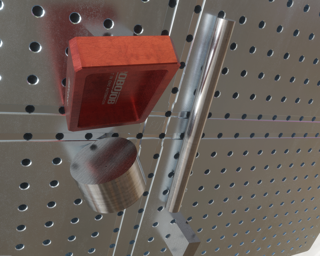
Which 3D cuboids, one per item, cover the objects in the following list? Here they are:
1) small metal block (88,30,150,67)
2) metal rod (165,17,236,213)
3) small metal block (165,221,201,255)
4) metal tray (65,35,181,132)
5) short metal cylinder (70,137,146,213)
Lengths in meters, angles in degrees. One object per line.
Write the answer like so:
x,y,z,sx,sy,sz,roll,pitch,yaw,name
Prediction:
-0.044,-0.082,0.321,0.050,0.050,0.025,-6,121,-26,small metal block
0.050,-0.001,0.439,0.025,0.025,0.298,-2,119,-28,metal rod
0.039,0.200,0.543,0.025,0.050,0.050,7,115,-32,small metal block
-0.045,-0.039,0.310,0.091,0.030,0.129,-8,160,-22,metal tray
-0.061,0.056,0.378,0.081,0.080,0.050,-24,127,-14,short metal cylinder
